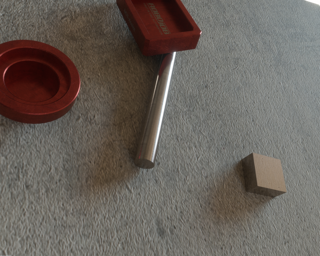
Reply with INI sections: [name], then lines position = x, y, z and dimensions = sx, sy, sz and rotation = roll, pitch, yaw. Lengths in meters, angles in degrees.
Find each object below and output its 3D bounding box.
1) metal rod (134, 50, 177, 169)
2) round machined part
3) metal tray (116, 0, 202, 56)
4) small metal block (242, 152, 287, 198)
[metal rod]
position = 0.006, -0.078, 0.453
dimensions = 0.025, 0.025, 0.300
rotation = 22, 53, -15
[round machined part]
position = -0.143, -0.047, 0.344
dimensions = 0.099, 0.042, 0.098
rotation = 14, 56, -21
[metal tray]
position = -0.005, -0.172, 0.480
dimensions = 0.091, 0.030, 0.130
rotation = -14, 61, -21
[small metal block]
position = 0.148, 0.068, 0.442
dimensions = 0.050, 0.025, 0.050
rotation = 15, 56, -20
